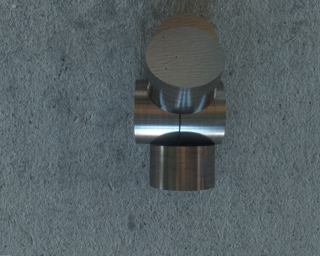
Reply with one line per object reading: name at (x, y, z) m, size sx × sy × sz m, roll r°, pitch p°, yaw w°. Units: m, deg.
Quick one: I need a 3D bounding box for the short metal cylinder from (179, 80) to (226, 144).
short metal cylinder at (0.049, -0.019, 0.384) m, size 0.050 × 0.080 × 0.079 m, roll 0°, pitch 90°, yaw 0°

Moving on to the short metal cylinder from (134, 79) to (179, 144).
short metal cylinder at (-0.004, -0.020, 0.384) m, size 0.050 × 0.080 × 0.079 m, roll 1°, pitch 90°, yaw -1°

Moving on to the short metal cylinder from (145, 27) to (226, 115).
short metal cylinder at (0.025, -0.061, 0.333) m, size 0.081 × 0.050 × 0.080 m, roll 1°, pitch 61°, yaw -1°

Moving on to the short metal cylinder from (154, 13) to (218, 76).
short metal cylinder at (0.031, -0.099, 0.400) m, size 0.081 × 0.050 × 0.079 m, roll 0°, pitch 90°, yaw -1°

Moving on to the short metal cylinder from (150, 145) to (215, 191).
short metal cylinder at (0.027, 0.045, 0.384) m, size 0.081 × 0.080 × 0.050 m, roll 0°, pitch 90°, yaw -1°
